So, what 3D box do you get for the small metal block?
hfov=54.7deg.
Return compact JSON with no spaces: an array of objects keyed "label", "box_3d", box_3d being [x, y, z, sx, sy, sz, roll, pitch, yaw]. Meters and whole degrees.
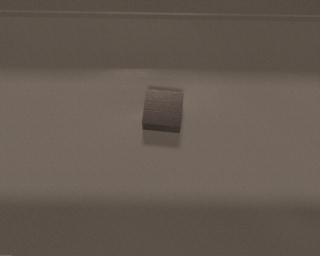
[{"label":"small metal block","box_3d":[0.004,-0.023,0.418,0.050,0.025,0.050,6,70,1]}]
